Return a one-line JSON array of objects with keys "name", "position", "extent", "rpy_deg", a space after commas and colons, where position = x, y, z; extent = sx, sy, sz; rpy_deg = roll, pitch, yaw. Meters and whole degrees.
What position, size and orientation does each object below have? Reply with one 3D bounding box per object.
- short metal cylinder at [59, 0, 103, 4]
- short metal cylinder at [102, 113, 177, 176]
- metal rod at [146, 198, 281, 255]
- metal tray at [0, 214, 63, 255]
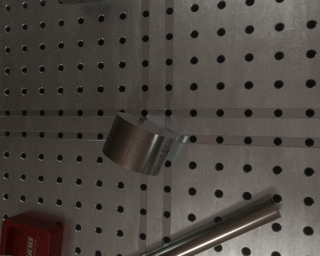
[{"name": "short metal cylinder", "position": [-0.110, -0.213, 0.421], "extent": [0.050, 0.080, 0.079], "rpy_deg": [3, 91, 20]}, {"name": "short metal cylinder", "position": [-0.026, 0.019, 0.392], "extent": [0.080, 0.080, 0.050], "rpy_deg": [26, 99, 18]}, {"name": "metal rod", "position": [0.013, 0.168, 0.407], "extent": [0.300, 0.025, 0.025], "rpy_deg": [-31, 80, 17]}, {"name": "metal tray", "position": [-0.203, 0.208, 0.479], "extent": [0.090, 0.030, 0.129], "rpy_deg": [7, 92, 19]}]
